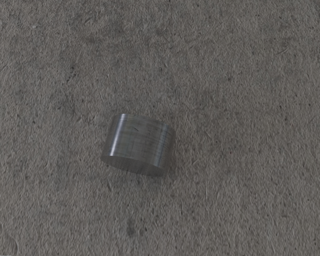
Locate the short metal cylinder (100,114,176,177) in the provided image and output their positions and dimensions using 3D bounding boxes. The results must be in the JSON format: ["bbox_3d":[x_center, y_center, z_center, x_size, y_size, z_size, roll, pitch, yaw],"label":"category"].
[{"bbox_3d":[-0.025,0.023,0.371,0.080,0.080,0.050,12,71,4],"label":"short metal cylinder"}]
